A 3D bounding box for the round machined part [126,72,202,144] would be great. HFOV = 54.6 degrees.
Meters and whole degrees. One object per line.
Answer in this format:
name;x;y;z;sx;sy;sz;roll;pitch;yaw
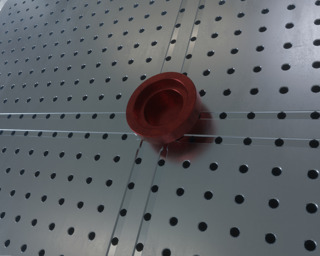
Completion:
round machined part;0.008;-0.022;0.408;0.098;0.042;0.098;-13;56;21
